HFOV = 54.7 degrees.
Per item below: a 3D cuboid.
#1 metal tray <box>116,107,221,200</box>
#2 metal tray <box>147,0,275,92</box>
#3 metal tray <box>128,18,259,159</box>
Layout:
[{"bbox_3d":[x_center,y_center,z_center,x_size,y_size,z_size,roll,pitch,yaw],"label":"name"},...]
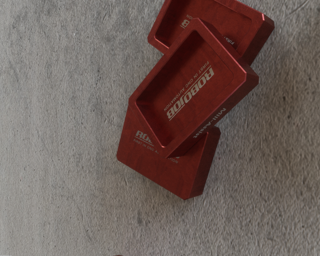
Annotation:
[{"bbox_3d":[0.005,0.022,0.398,0.130,0.030,0.089,24,105,37],"label":"metal tray"},{"bbox_3d":[0.051,-0.110,0.358,0.130,0.030,0.089,43,116,31],"label":"metal tray"},{"bbox_3d":[0.029,-0.039,0.337,0.129,0.030,0.090,-47,62,29],"label":"metal tray"}]
